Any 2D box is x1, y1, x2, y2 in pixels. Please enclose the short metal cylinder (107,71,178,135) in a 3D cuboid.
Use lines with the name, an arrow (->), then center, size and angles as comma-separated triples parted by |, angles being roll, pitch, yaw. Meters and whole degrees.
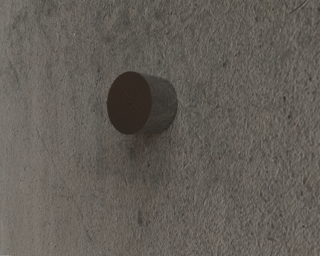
short metal cylinder -> -0.024, -0.031, 0.409 | 0.080, 0.050, 0.080 | 0, 90, 40
